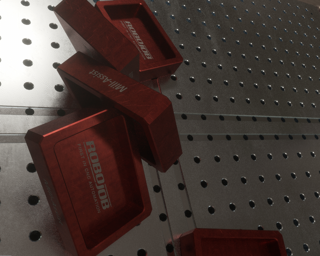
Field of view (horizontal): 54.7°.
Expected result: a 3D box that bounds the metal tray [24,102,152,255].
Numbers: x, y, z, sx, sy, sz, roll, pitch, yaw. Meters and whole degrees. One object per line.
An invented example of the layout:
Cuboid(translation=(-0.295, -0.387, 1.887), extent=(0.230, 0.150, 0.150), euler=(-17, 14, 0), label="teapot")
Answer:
Cuboid(translation=(-0.060, 0.048, 0.295), extent=(0.091, 0.030, 0.129), euler=(-28, 117, -37), label="metal tray")

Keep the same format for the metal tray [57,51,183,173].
Cuboid(translation=(-0.041, -0.017, 0.319), extent=(0.130, 0.090, 0.030), euler=(31, 65, 30), label="metal tray")

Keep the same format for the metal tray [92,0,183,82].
Cuboid(translation=(-0.035, -0.136, 0.470), extent=(0.091, 0.030, 0.130), euler=(-21, 73, -36), label="metal tray")

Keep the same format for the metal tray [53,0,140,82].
Cuboid(translation=(-0.066, -0.088, 0.362), extent=(0.090, 0.130, 0.030), euler=(44, 83, 2), label="metal tray")

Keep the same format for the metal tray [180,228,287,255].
Cuboid(translation=(0.091, 0.165, 0.354), extent=(0.131, 0.030, 0.090), euler=(10, 57, -23), label="metal tray")
